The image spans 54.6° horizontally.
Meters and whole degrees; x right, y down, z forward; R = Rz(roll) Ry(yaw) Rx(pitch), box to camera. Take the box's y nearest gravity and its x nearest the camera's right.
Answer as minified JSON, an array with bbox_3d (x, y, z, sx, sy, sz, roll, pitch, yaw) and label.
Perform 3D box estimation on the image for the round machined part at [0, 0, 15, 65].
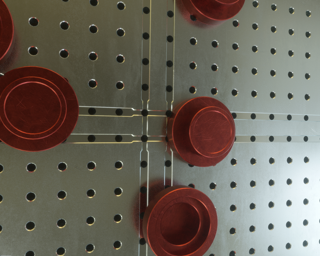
[{"bbox_3d":[-0.207,-0.103,0.327,0.099,0.042,0.097,0,90,-20],"label":"round machined part"}]

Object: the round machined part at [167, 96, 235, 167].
[{"bbox_3d":[0.063,0.005,0.426,0.099,0.042,0.097,0,90,-20],"label":"round machined part"}]

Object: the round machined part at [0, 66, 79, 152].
[{"bbox_3d":[-0.142,-0.022,0.351,0.099,0.042,0.097,0,90,-20],"label":"round machined part"}]

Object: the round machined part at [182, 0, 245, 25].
[{"bbox_3d":[0.080,-0.199,0.432,0.099,0.042,0.097,0,90,-20],"label":"round machined part"}]

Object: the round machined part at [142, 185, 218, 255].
[{"bbox_3d":[0.023,0.125,0.412,0.099,0.042,0.097,0,90,-20],"label":"round machined part"}]
